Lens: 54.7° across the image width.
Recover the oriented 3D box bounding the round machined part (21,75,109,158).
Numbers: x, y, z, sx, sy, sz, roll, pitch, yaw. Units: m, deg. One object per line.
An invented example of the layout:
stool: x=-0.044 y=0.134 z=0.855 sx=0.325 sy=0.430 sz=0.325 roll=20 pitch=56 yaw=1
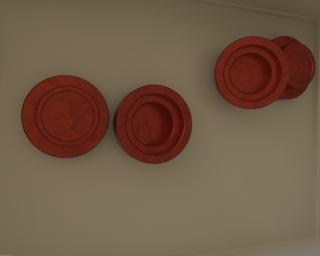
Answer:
round machined part: x=-0.108 y=-0.013 z=0.362 sx=0.099 sy=0.042 sz=0.097 roll=0 pitch=90 yaw=-21

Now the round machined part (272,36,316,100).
round machined part: x=0.197 y=-0.093 z=0.476 sx=0.099 sy=0.042 sz=0.097 roll=0 pitch=90 yaw=-21

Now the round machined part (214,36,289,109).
round machined part: x=0.125 y=-0.076 z=0.437 sx=0.099 sy=0.042 sz=0.097 roll=0 pitch=96 yaw=3

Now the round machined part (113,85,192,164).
round machined part: x=-0.012 y=-0.005 z=0.398 sx=0.099 sy=0.042 sz=0.097 roll=0 pitch=90 yaw=-21
